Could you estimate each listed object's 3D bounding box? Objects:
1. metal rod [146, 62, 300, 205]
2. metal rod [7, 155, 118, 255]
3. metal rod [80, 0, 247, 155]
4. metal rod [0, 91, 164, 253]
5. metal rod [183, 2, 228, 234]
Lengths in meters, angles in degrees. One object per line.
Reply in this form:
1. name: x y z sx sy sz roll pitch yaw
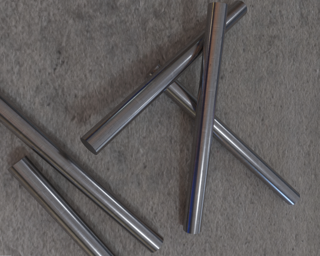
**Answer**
1. metal rod: 0.100 0.017 0.447 0.300 0.025 0.025 40 77 -16
2. metal rod: -0.073 0.155 0.382 0.025 0.025 0.299 -41 103 -16
3. metal rod: 0.020 -0.078 0.392 0.301 0.025 0.025 -45 105 -24
4. metal rod: -0.106 0.049 0.370 0.300 0.025 0.025 46 76 -15
5. metal rod: 0.058 -0.006 0.406 0.025 0.025 0.298 2 99 -20
